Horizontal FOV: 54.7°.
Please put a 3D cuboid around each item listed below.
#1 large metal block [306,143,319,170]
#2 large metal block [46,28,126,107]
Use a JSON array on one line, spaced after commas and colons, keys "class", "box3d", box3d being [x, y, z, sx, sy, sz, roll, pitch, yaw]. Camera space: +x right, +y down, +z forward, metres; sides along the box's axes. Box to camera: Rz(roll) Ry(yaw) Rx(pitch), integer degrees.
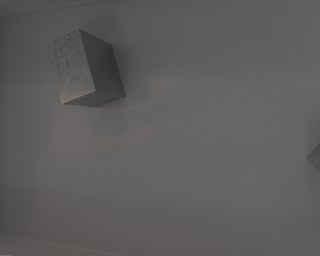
[{"class": "large metal block", "box3d": [0.200, 0.020, 0.311, 0.050, 0.080, 0.080, 41, 103, 15]}, {"class": "large metal block", "box3d": [-0.096, -0.075, 0.415, 0.050, 0.080, 0.080, -18, 84, 19]}]
